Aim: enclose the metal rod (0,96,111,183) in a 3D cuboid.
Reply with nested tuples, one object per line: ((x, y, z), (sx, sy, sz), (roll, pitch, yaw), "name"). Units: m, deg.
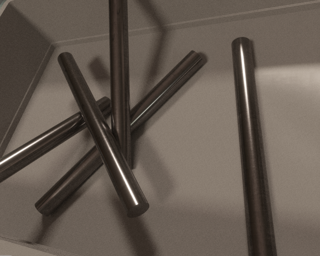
((-0.175, 0.039, 0.382), (0.025, 0.025, 0.302), (21, 44, 35), "metal rod")

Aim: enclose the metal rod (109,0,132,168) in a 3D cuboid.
((-0.054, -0.094, 0.409), (0.025, 0.025, 0.298), (-4, 86, 26), "metal rod")

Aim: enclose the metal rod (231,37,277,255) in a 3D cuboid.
((0.101, 0.016, 0.342), (0.025, 0.025, 0.299), (-10, 57, 22), "metal rod")

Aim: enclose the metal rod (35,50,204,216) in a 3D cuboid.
((-0.053, 0.005, 0.428), (0.300, 0.025, 0.025), (-45, 51, -4), "metal rod")

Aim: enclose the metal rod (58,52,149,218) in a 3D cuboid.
((-0.088, -0.014, 0.409), (0.025, 0.025, 0.300), (-36, 52, 4), "metal rod")
